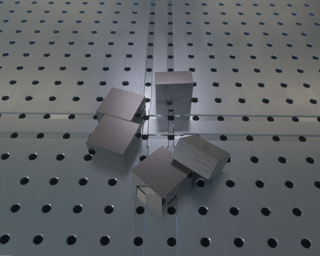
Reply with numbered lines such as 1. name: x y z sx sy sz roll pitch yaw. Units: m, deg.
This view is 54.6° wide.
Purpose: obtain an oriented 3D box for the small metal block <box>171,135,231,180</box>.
1. small metal block: 0.049 0.032 0.364 0.050 0.025 0.050 30 16 23

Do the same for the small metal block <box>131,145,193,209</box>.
1. small metal block: 0.002 0.056 0.361 0.050 0.025 0.050 -37 59 -27

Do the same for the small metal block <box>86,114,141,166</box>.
1. small metal block: -0.058 0.014 0.396 0.050 0.025 0.050 17 52 13

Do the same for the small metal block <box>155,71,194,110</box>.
1. small metal block: 0.019 -0.052 0.436 0.050 0.050 0.025 -3 50 -2

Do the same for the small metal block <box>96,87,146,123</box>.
1. small metal block: -0.053 -0.026 0.429 0.050 0.025 0.050 16 52 13
